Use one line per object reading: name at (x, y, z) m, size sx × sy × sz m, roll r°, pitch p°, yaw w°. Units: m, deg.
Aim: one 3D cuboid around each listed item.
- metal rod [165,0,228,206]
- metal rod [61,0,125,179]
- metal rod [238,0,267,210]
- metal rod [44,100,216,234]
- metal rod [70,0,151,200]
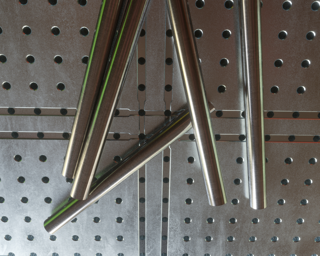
metal rod at (0.042, -0.047, 0.374) m, size 0.025 × 0.025 × 0.298 m, roll -12°, pitch 101°, yaw 4°
metal rod at (-0.080, -0.069, 0.386) m, size 0.025 × 0.025 × 0.298 m, roll 16°, pitch 109°, yaw -7°
metal rod at (0.123, -0.025, 0.405) m, size 0.025 × 0.025 × 0.298 m, roll -8°, pitch 110°, yaw 2°
metal rod at (-0.050, 0.057, 0.433) m, size 0.300 × 0.025 × 0.025 m, roll -38°, pitch 106°, yaw 12°
metal rod at (-0.062, -0.043, 0.387) m, size 0.025 × 0.025 × 0.298 m, roll 18°, pitch 105°, yaw -7°
